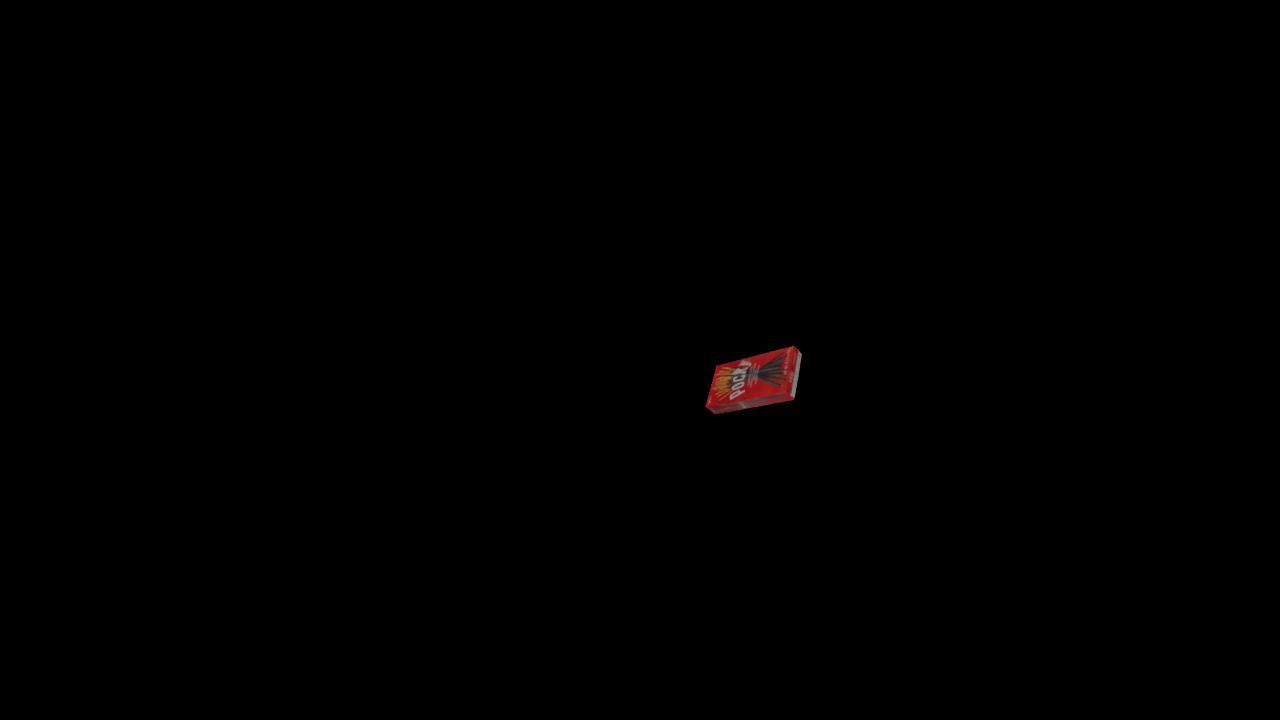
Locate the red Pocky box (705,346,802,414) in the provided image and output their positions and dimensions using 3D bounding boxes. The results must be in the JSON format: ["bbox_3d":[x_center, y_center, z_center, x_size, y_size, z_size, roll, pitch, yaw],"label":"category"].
[{"bbox_3d":[0.173,0.034,0.949,0.028,0.083,0.155,36,-34,-31],"label":"red Pocky box"}]
